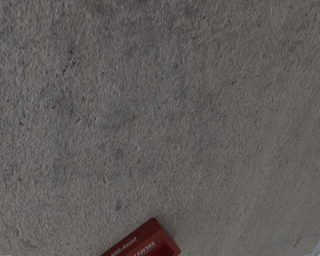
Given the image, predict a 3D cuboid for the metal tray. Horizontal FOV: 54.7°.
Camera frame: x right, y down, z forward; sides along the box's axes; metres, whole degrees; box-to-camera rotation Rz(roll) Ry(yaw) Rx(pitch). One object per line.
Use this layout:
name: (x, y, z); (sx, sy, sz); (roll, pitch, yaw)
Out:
metal tray: (-0.039, 0.218, 0.516); (0.130, 0.030, 0.090); (-35, 129, -5)
